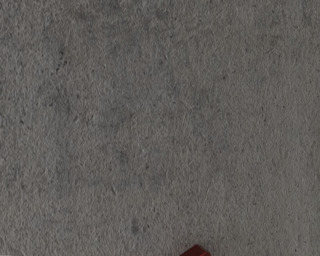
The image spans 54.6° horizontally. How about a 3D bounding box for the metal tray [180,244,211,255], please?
[{"bbox_3d":[0.024,0.232,0.415,0.131,0.030,0.090,-28,99,-18],"label":"metal tray"}]
